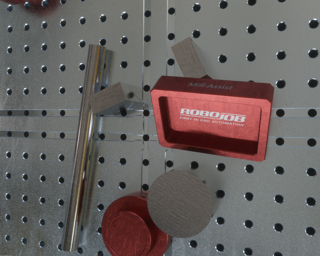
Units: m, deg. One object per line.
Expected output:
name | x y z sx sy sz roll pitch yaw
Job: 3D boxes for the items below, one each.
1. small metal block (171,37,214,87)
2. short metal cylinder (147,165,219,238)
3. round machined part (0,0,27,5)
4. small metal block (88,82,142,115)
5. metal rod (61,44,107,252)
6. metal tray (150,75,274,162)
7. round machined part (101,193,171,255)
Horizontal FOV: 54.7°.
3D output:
small metal block | 0.042 -0.079 0.384 0.025 0.050 0.050 -26 82 18
short metal cylinder | 0.031 0.090 0.388 0.080 0.050 0.080 0 90 20
round machined part | -0.222 -0.240 0.482 0.098 0.042 0.097 0 90 20
small metal block | -0.060 -0.038 0.421 0.050 0.050 0.025 -22 83 19
metal rod | -0.111 0.030 0.451 0.025 0.025 0.298 10 93 19
metal tray | 0.060 -0.011 0.362 0.130 0.030 0.089 8 132 19
round machined part | -0.036 0.140 0.416 0.098 0.042 0.097 0 90 20
